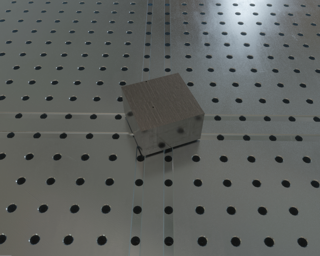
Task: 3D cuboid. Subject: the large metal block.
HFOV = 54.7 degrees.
[{"bbox_3d":[0.002,-0.019,0.404,0.081,0.050,0.080,-16,52,-14],"label":"large metal block"}]
